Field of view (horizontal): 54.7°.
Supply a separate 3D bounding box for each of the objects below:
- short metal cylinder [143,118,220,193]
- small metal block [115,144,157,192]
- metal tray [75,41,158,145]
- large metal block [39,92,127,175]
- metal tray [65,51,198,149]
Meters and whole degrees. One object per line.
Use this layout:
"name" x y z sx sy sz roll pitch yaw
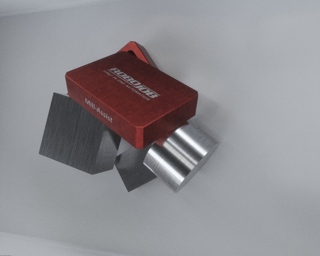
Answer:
"short metal cylinder" 0.026 0.031 0.370 0.050 0.080 0.080 41 103 15
"small metal block" -0.028 0.051 0.418 0.050 0.025 0.050 -30 80 17
"metal tray" -0.057 -0.043 0.425 0.130 0.030 0.090 -35 79 16
"large metal block" -0.096 0.005 0.394 0.080 0.050 0.080 17 96 18
"metal tray" -0.034 -0.039 0.354 0.130 0.091 0.030 35 140 31
